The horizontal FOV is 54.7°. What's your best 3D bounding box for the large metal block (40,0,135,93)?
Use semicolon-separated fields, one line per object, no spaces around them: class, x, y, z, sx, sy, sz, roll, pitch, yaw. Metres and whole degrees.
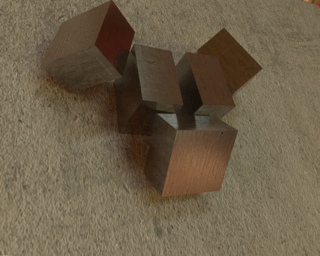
large metal block;-0.084;-0.096;0.373;0.050;0.080;0.080;49;39;-43

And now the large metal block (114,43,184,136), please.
large metal block;-0.019;-0.044;0.388;0.050;0.080;0.080;5;60;-26

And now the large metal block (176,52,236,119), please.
large metal block;0.048;-0.044;0.425;0.050;0.080;0.080;1;62;-28

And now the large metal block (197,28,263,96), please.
large metal block;0.101;-0.093;0.475;0.050;0.080;0.080;-41;84;-1

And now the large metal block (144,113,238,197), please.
large metal block;0.034;0.029;0.364;0.081;0.079;0.050;1;22;-28
